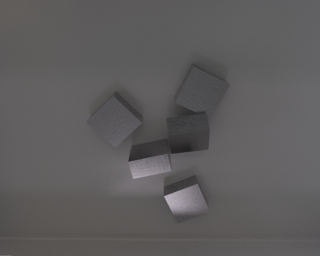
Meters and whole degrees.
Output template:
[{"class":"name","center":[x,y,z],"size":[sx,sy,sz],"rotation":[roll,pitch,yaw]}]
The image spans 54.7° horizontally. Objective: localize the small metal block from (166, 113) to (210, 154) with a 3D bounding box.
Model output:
[{"class":"small metal block","center":[0.037,0.008,0.401],"size":[0.050,0.025,0.050],"rotation":[-7,147,2]}]

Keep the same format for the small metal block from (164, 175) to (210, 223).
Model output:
[{"class":"small metal block","center":[0.039,0.103,0.450],"size":[0.050,0.025,0.050],"rotation":[-22,109,8]}]

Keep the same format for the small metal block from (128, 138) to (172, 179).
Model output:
[{"class":"small metal block","center":[-0.012,0.040,0.412],"size":[0.050,0.050,0.025],"rotation":[-12,110,4]}]

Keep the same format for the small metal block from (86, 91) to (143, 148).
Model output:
[{"class":"small metal block","center":[-0.058,-0.011,0.407],"size":[0.050,0.025,0.050],"rotation":[-42,105,14]}]

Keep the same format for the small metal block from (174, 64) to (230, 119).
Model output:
[{"class":"small metal block","center":[0.052,-0.047,0.394],"size":[0.050,0.025,0.050],"rotation":[24,108,-9]}]
